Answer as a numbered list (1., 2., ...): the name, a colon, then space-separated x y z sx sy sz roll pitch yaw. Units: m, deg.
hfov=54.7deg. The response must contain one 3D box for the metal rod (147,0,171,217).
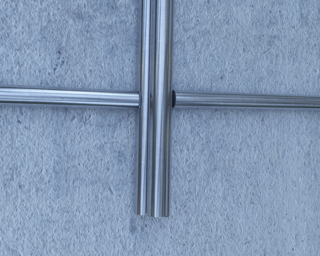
1. metal rod: -0.001 -0.040 0.389 0.025 0.025 0.298 1 90 -20

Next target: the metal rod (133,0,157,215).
1. metal rod: -0.019 -0.039 0.405 0.025 0.025 0.298 1 90 -20

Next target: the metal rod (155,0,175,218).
1. metal rod: 0.004 -0.033 0.414 0.025 0.025 0.298 1 90 -20

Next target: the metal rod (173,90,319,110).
1. metal rod: 0.158 -0.040 0.470 0.303 0.025 0.025 -1 90 -21

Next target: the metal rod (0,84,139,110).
1. metal rod: -0.172 -0.037 0.346 0.303 0.025 0.025 0 90 -21
